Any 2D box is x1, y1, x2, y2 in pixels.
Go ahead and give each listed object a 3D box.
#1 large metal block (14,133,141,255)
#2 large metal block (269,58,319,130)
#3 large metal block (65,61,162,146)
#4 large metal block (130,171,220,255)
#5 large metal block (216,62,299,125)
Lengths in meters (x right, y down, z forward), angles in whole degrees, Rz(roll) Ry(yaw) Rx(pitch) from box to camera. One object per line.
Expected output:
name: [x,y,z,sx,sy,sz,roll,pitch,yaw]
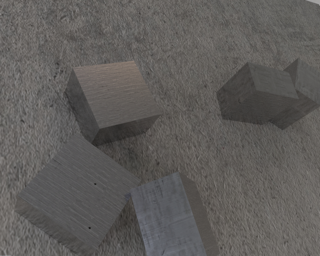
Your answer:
large metal block: [-0.079,0.066,0.305,0.080,0.050,0.080,37,51,-3]
large metal block: [0.219,-0.056,0.520,0.050,0.080,0.080,32,52,-8]
large metal block: [-0.058,-0.030,0.375,0.081,0.050,0.080,-15,70,-34]
large metal block: [0.018,0.096,0.311,0.050,0.080,0.080,-22,68,10]
large metal block: [0.147,-0.050,0.478,0.081,0.080,0.050,7,59,-25]
